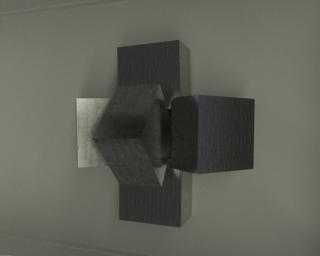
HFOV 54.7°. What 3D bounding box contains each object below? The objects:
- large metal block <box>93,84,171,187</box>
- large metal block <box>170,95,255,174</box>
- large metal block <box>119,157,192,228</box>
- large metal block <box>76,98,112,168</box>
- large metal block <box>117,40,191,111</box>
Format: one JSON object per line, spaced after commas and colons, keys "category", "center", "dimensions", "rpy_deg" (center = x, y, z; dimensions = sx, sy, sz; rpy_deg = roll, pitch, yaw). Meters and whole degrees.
{"category": "large metal block", "center": [-0.023, 0.009, 0.346], "dimensions": [0.050, 0.080, 0.080], "rpy_deg": [-1, 46, 19]}
{"category": "large metal block", "center": [0.059, 0.006, 0.351], "dimensions": [0.050, 0.081, 0.079], "rpy_deg": [2, 92, 58]}
{"category": "large metal block", "center": [-0.004, 0.076, 0.397], "dimensions": [0.080, 0.050, 0.080], "rpy_deg": [1, 90, 20]}
{"category": "large metal block", "center": [-0.082, 0.005, 0.401], "dimensions": [0.050, 0.080, 0.080], "rpy_deg": [-1, 90, -16]}
{"category": "large metal block", "center": [-0.006, -0.062, 0.395], "dimensions": [0.080, 0.050, 0.080], "rpy_deg": [-2, 90, 20]}
